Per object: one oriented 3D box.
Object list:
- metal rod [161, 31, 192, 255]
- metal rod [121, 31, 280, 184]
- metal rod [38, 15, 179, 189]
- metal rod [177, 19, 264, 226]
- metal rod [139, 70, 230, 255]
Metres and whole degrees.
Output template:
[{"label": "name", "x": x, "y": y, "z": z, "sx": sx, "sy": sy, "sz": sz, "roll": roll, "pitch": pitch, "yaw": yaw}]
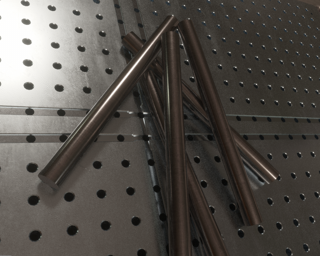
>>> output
[{"label": "metal rod", "x": 0.018, "y": 0.013, "z": 0.380, "sx": 0.025, "sy": 0.025, "sz": 0.299, "roll": 8, "pitch": 68, "yaw": -25}, {"label": "metal rod", "x": 0.058, "y": -0.031, "z": 0.460, "sx": 0.300, "sy": 0.025, "sz": 0.025, "roll": 44, "pitch": 51, "yaw": 2}, {"label": "metal rod", "x": -0.048, "y": -0.054, "z": 0.395, "sx": 0.025, "sy": 0.025, "sz": 0.301, "roll": 35, "pitch": 57, "yaw": -6}, {"label": "metal rod", "x": 0.079, "y": -0.016, "z": 0.433, "sx": 0.025, "sy": 0.025, "sz": 0.299, "roll": -9, "pitch": 76, "yaw": -32}, {"label": "metal rod", "x": 0.030, "y": 0.055, "z": 0.392, "sx": 0.025, "sy": 0.025, "sz": 0.299, "roll": -8, "pitch": 66, "yaw": -32}]
